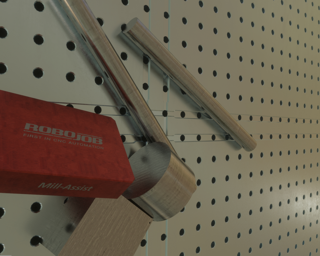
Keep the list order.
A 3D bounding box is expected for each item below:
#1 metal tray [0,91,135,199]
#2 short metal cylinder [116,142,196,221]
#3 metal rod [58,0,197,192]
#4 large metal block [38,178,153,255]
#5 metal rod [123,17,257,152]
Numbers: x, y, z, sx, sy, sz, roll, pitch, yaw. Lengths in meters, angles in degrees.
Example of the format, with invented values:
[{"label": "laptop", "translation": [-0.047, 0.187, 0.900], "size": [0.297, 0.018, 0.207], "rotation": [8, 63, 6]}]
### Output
[{"label": "metal tray", "translation": [-0.095, 0.018, 0.293], "size": [0.131, 0.030, 0.090], "rotation": [14, 38, -39]}, {"label": "short metal cylinder", "translation": [-0.005, 0.063, 0.371], "size": [0.050, 0.080, 0.080], "rotation": [47, 62, -29]}, {"label": "metal rod", "translation": [-0.029, -0.028, 0.386], "size": [0.025, 0.025, 0.299], "rotation": [-46, 118, -30]}, {"label": "large metal block", "translation": [-0.067, 0.111, 0.338], "size": [0.080, 0.050, 0.080], "rotation": [47, 62, -30]}, {"label": "metal rod", "translation": [0.061, -0.048, 0.462], "size": [0.301, 0.025, 0.025], "rotation": [39, 66, -34]}]
